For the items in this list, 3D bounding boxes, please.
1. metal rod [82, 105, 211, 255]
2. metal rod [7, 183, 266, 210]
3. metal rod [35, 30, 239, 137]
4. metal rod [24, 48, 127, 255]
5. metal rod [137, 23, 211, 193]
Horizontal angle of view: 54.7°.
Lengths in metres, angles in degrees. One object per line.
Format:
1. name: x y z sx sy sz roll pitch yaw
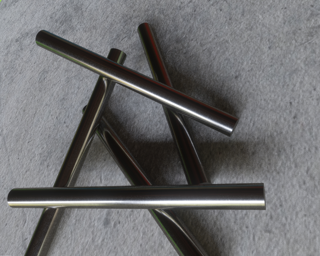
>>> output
1. metal rod: -0.028 0.059 0.380 0.025 0.025 0.300 -42 51 -1
2. metal rod: -0.043 0.076 0.341 0.301 0.025 0.025 -5 60 20
3. metal rod: -0.042 -0.065 0.404 0.301 0.025 0.025 27 76 17
4. metal rod: -0.109 0.029 0.415 0.025 0.025 0.299 11 75 32
5. metal rod: 0.010 -0.049 0.427 0.025 0.025 0.299 -26 53 12
